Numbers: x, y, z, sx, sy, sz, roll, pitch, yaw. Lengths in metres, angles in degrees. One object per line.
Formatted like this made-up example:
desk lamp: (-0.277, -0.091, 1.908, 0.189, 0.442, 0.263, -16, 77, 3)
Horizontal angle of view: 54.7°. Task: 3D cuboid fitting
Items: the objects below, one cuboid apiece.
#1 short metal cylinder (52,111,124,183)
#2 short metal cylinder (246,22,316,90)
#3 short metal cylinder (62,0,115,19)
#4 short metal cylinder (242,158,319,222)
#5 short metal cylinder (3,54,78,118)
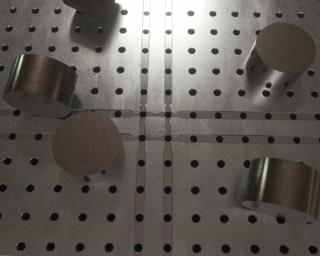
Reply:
short metal cylinder: (-0.087, 0.025, 0.388, 0.081, 0.050, 0.080, 0, 70, 0)
short metal cylinder: (0.168, -0.100, 0.437, 0.081, 0.050, 0.080, 0, 70, 0)
short metal cylinder: (-0.102, -0.210, 0.458, 0.050, 0.080, 0.080, 26, 72, 9)
short metal cylinder: (0.140, 0.072, 0.358, 0.080, 0.080, 0.050, 16, 71, 5)
short metal cylinder: (-0.152, -0.052, 0.400, 0.080, 0.080, 0.050, 6, 70, 2)
